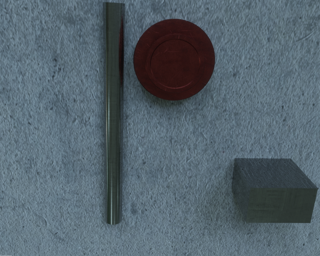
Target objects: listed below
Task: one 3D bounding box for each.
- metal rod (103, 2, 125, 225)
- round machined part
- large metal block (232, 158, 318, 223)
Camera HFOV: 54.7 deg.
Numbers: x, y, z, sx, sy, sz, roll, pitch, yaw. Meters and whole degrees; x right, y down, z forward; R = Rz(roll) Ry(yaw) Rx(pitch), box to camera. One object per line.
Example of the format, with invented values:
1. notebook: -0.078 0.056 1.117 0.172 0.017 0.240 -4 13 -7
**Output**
1. metal rod: -0.061 -0.004 0.407 0.025 0.025 0.298 3 110 -2
2. round machined part: 0.017 -0.080 0.372 0.099 0.042 0.097 0 110 -1
3. large metal block: 0.147 0.080 0.412 0.081 0.080 0.050 1 110 -1
